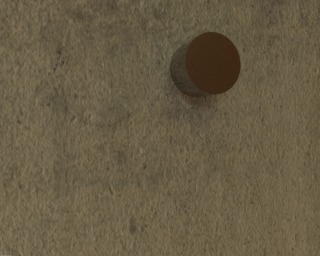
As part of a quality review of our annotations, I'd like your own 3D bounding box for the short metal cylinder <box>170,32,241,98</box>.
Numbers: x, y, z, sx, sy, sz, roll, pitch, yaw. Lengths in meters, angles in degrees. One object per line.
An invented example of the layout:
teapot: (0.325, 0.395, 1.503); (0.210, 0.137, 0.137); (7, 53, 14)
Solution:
short metal cylinder: (0.060, -0.083, 0.419); (0.081, 0.050, 0.079); (0, 90, -21)
